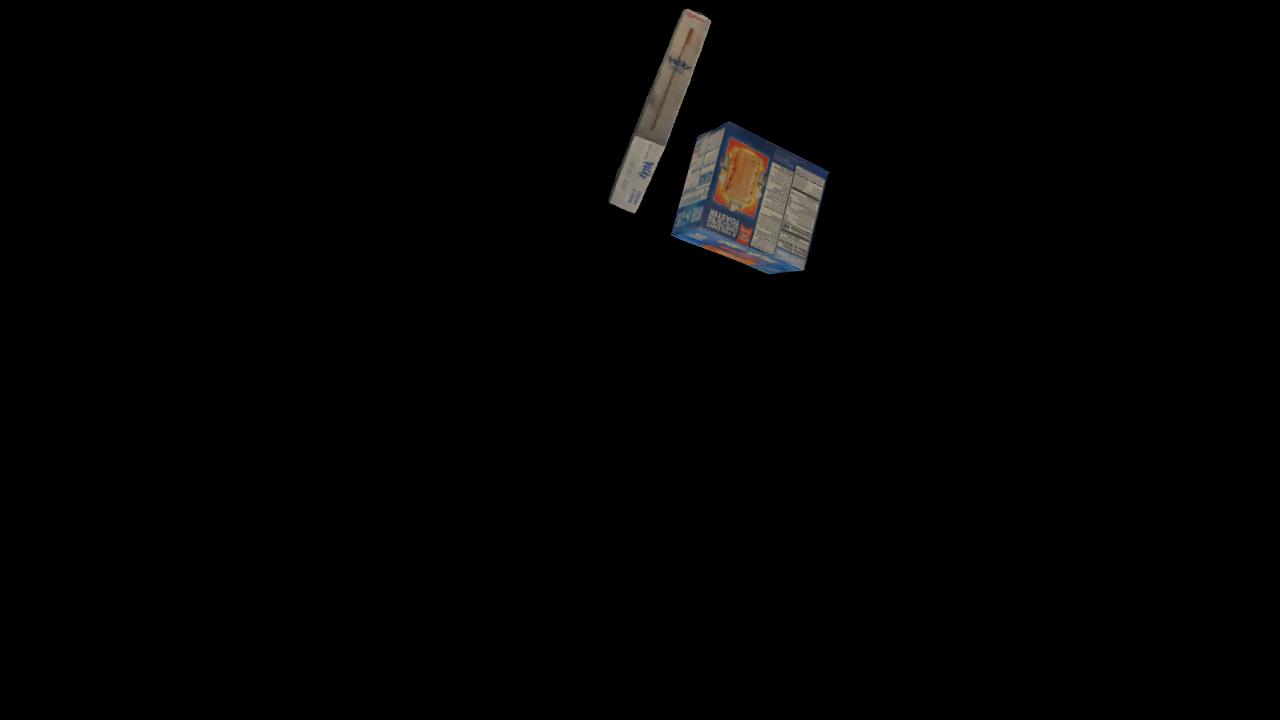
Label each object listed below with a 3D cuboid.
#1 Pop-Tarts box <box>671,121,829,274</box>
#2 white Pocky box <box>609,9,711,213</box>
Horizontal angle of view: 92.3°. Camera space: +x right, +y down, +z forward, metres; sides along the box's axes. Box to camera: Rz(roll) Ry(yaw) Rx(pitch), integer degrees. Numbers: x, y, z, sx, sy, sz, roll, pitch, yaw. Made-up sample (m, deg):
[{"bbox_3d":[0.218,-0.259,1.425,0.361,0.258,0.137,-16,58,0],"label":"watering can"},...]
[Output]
[{"bbox_3d":[0.145,-0.207,0.814,0.167,0.141,0.083,16,-4,-24],"label":"Pop-Tarts box"},{"bbox_3d":[0.016,-0.204,0.504,0.028,0.154,0.084,21,-27,-6],"label":"white Pocky box"}]
